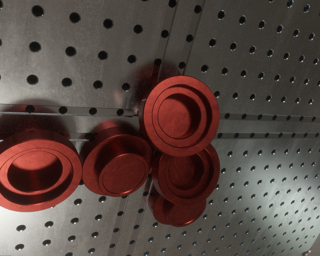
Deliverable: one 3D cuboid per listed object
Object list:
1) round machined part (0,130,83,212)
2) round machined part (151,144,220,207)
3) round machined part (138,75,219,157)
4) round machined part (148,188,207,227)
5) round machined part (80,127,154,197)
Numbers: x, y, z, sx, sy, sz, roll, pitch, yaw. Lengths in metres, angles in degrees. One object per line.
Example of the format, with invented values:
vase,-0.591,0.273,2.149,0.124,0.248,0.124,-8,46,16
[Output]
round machined part,-0.142,0.044,0.351,0.099,0.042,0.097,-14,125,-21
round machined part,0.033,0.058,0.440,0.099,0.042,0.097,-1,93,-25
round machined part,0.021,-0.015,0.387,0.099,0.042,0.097,0,91,-18
round machined part,0.035,0.119,0.495,0.099,0.042,0.097,-14,125,-21
round machined part,-0.053,0.051,0.404,0.099,0.042,0.097,-14,125,-21
